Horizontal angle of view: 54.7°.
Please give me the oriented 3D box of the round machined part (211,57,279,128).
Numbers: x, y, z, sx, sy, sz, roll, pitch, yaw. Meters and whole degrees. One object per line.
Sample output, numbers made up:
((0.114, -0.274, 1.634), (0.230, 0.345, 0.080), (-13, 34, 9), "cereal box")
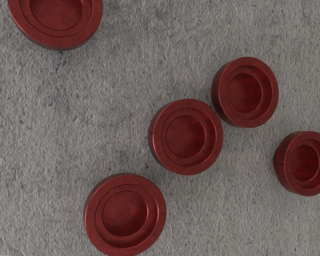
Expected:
((0.116, -0.049, 0.442), (0.099, 0.042, 0.097), (0, 90, -20), "round machined part")

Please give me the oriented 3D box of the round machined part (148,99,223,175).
((0.030, 0.011, 0.411), (0.099, 0.042, 0.097), (0, 90, -20), "round machined part")

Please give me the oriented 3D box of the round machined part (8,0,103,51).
((-0.118, -0.137, 0.356), (0.099, 0.042, 0.097), (0, 90, -20), "round machined part")

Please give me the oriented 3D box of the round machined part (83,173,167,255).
((-0.045, 0.104, 0.383), (0.099, 0.042, 0.097), (0, 90, -20), "round machined part")

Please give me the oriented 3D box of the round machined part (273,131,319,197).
((0.217, 0.053, 0.480), (0.099, 0.042, 0.097), (0, 90, -20), "round machined part")
